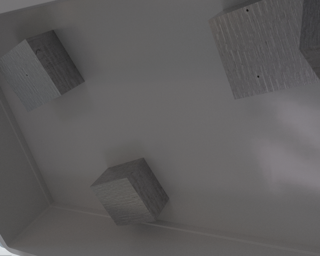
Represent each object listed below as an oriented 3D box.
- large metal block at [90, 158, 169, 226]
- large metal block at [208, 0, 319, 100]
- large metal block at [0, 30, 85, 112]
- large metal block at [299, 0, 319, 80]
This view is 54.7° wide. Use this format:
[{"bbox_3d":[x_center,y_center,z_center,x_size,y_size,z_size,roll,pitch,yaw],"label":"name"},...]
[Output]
[{"bbox_3d":[-0.046,0.100,0.479,0.080,0.050,0.080,-20,108,35],"label":"large metal block"},{"bbox_3d":[0.102,-0.080,0.289,0.080,0.050,0.080,-11,113,33],"label":"large metal block"},{"bbox_3d":[-0.167,-0.078,0.433,0.080,0.050,0.080,-18,109,35],"label":"large metal block"},{"bbox_3d":[0.153,-0.086,0.221,0.080,0.080,0.050,-4,155,43],"label":"large metal block"}]
